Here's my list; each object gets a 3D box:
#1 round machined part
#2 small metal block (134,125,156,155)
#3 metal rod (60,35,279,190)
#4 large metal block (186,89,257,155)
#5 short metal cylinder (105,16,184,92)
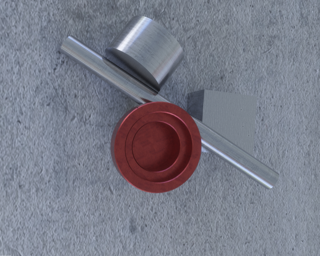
[{"bbox_3d":[-0.007,0.020,0.347,0.099,0.042,0.097,-1,92,-20],"label":"round machined part"},{"bbox_3d":[-0.026,0.008,0.389,0.025,0.050,0.050,-2,91,-20],"label":"small metal block"},{"bbox_3d":[0.014,-0.017,0.377,0.301,0.025,0.025,33,79,-3],"label":"metal rod"},{"bbox_3d":[0.083,-0.007,0.429,0.081,0.050,0.080,5,89,-20],"label":"large metal block"},{"bbox_3d":[-0.018,-0.087,0.375,0.080,0.080,0.050,39,78,-16],"label":"short metal cylinder"}]
